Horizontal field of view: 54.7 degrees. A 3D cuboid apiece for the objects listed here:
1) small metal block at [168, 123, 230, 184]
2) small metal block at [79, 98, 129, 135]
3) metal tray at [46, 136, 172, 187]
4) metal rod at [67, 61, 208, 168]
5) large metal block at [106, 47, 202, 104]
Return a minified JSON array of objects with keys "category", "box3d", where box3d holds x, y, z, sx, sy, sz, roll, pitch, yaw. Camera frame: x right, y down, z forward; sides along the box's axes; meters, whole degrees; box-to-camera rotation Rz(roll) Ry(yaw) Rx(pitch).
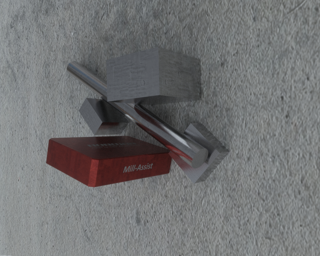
[{"category":"small metal block","box3d":[0.046,0.029,0.368,0.050,0.025,0.050,49,119,28]},{"category":"small metal block","box3d":[-0.082,-0.017,0.455,0.050,0.050,0.025,52,120,27]},{"category":"metal tray","box3d":[-0.058,0.036,0.384,0.090,0.131,0.030,16,100,39]},{"category":"metal rod","box3d":[-0.051,-0.034,0.429,0.300,0.025,0.025,35,112,39]},{"category":"large metal block","box3d":[-0.006,-0.057,0.372,0.080,0.081,0.050,-2,89,39]}]
